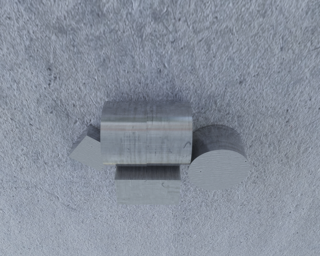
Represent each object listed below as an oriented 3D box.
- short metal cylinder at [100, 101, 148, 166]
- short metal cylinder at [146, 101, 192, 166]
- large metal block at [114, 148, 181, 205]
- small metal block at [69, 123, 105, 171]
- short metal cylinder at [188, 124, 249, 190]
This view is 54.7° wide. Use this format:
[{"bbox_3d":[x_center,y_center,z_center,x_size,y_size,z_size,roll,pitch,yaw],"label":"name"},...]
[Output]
[{"bbox_3d":[-0.040,0.007,0.379,0.050,0.080,0.079,1,130,-1],"label":"short metal cylinder"},{"bbox_3d":[0.010,0.006,0.379,0.050,0.080,0.079,1,130,-1],"label":"short metal cylinder"},{"bbox_3d":[-0.015,0.056,0.421,0.081,0.080,0.050,1,130,-1],"label":"large metal block"},{"bbox_3d":[-0.090,0.028,0.432,0.050,0.025,0.050,30,124,-24],"label":"small metal block"},{"bbox_3d":[0.077,0.041,0.427,0.081,0.050,0.079,0,130,0],"label":"short metal cylinder"}]
